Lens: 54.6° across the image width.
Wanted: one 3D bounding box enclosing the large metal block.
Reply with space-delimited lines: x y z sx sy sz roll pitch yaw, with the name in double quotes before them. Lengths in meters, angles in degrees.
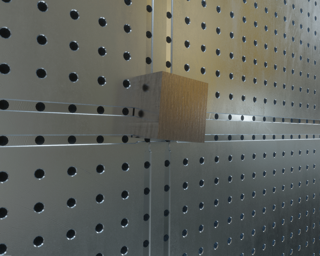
"large metal block" 0.015 -0.024 0.404 0.081 0.050 0.080 7 86 -40
